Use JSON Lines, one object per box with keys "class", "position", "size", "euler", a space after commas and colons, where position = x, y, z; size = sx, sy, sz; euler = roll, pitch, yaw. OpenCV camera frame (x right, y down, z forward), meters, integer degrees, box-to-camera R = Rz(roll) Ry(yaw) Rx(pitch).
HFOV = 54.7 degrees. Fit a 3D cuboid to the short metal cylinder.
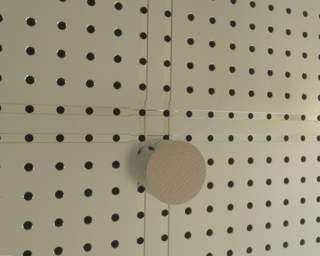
{"class": "short metal cylinder", "position": [0.012, 0.055, 0.405], "size": [0.081, 0.050, 0.079], "euler": [0, 90, -20]}
